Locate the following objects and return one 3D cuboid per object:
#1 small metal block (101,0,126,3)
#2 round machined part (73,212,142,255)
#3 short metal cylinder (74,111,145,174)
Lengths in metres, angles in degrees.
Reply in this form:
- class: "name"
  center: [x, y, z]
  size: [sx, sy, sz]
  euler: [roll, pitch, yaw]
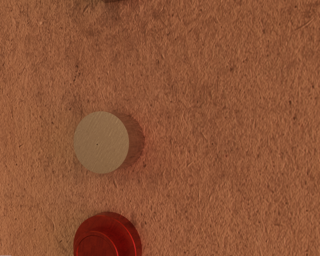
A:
- class: "small metal block"
  center: [-0.060, -0.206, 0.429]
  size: [0.050, 0.025, 0.050]
  euler: [0, 90, 19]
- class: "round machined part"
  center: [-0.078, 0.169, 0.426]
  size: [0.098, 0.042, 0.097]
  euler: [0, 90, 19]
- class: "short metal cylinder"
  center: [-0.068, 0.018, 0.418]
  size: [0.080, 0.050, 0.079]
  euler: [0, 90, 19]
